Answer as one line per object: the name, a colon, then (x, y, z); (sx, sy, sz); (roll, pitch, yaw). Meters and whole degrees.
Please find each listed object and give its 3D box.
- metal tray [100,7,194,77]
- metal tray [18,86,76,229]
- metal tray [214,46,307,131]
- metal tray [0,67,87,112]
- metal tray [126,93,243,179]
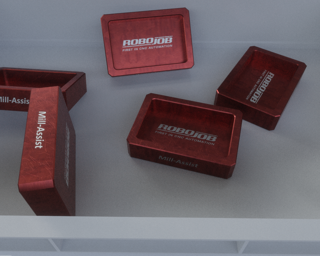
metal tray: (-0.018, -0.129, 0.473); (0.131, 0.089, 0.030); (-7, 8, -6)
metal tray: (-0.116, 0.029, 0.337); (0.030, 0.090, 0.130); (-8, 51, -6)
metal tray: (0.149, -0.064, 0.455); (0.090, 0.030, 0.131); (26, 55, 20)
metal tray: (-0.177, -0.054, 0.423); (0.131, 0.030, 0.090); (4, 26, 3)
metal tray: (0.034, 0.006, 0.396); (0.131, 0.030, 0.090); (12, 51, 10)
